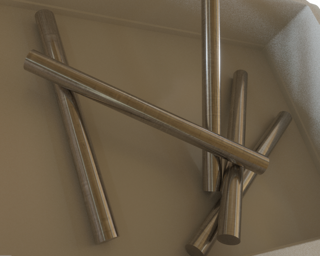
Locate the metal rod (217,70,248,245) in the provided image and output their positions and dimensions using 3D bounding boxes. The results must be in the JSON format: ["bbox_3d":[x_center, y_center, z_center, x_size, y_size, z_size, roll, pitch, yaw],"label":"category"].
[{"bbox_3d":[0.107,0.015,0.434,0.025,0.025,0.300,28,46,-11],"label":"metal rod"}]

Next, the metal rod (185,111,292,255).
[{"bbox_3d":[0.126,0.060,0.436,0.025,0.025,0.302,46,51,3],"label":"metal rod"}]

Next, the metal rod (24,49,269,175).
[{"bbox_3d":[-0.009,-0.015,0.364,0.301,0.025,0.025,24,53,-7],"label":"metal rod"}]

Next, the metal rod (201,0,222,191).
[{"bbox_3d":[0.068,-0.069,0.411,0.025,0.025,0.298,4,83,-27],"label":"metal rod"}]

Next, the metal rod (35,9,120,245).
[{"bbox_3d":[-0.103,-0.018,0.361,0.025,0.025,0.299,-8,66,-32],"label":"metal rod"}]
